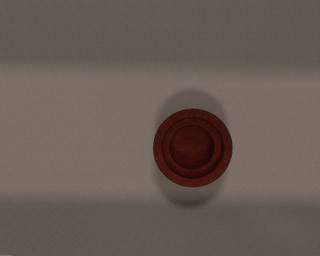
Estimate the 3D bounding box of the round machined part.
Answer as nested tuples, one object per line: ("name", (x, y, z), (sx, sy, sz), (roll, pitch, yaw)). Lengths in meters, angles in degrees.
("round machined part", (0.041, 0.024, 0.404), (0.099, 0.042, 0.097), (0, 90, -1))
